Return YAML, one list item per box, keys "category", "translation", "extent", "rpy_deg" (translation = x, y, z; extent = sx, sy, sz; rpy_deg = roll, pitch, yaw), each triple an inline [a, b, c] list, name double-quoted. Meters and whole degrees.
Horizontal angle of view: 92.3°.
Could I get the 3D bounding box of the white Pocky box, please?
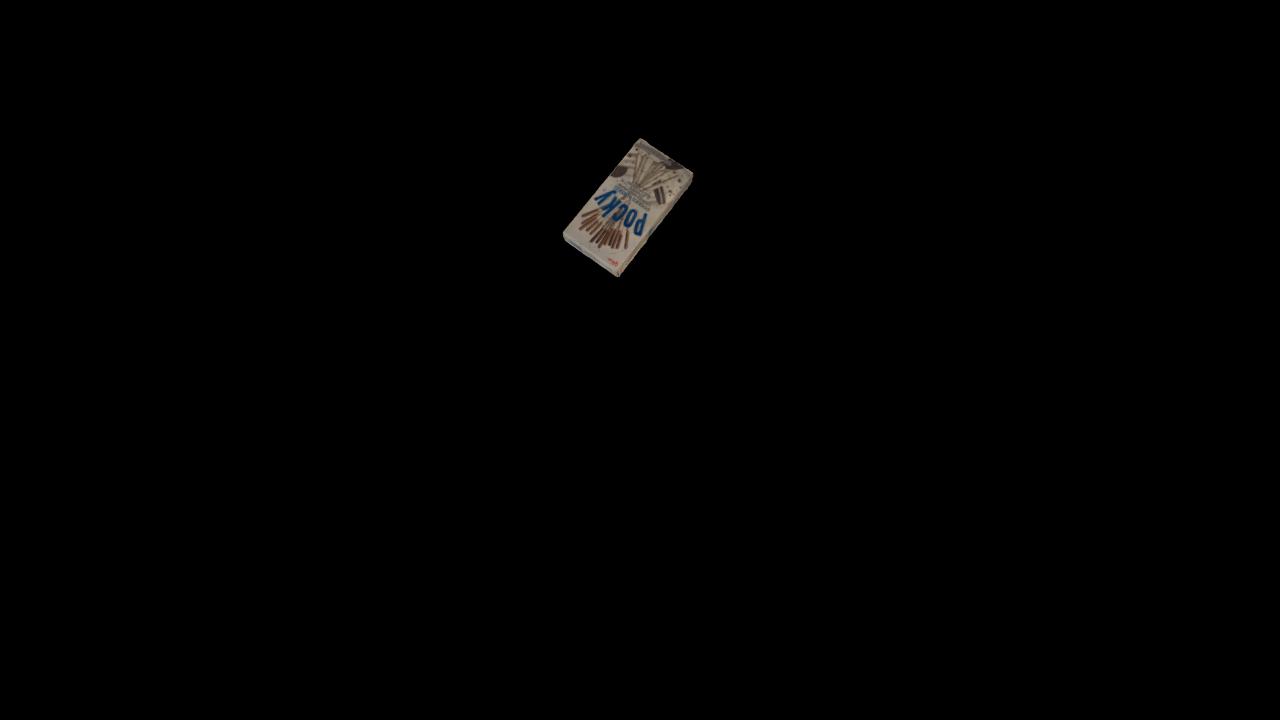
- category: "white Pocky box"
  translation: [-0.013, -0.183, 0.733]
  extent: [0.084, 0.154, 0.028]
  rpy_deg: [36, -9, 8]
